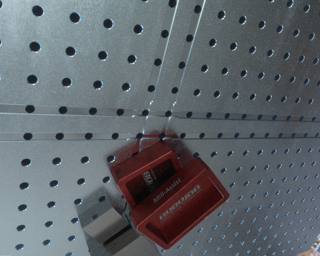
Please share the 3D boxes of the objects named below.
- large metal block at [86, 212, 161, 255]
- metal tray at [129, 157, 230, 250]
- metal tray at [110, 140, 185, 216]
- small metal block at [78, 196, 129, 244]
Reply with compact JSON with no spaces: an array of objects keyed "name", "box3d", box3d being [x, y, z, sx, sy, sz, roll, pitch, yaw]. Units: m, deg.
[{"name":"large metal block","box3d":[-0.054,0.191,0.485,0.080,0.050,0.080,-34,129,-6]},{"name":"metal tray","box3d":[0.032,0.113,0.457,0.130,0.030,0.090,-40,130,-2]},{"name":"metal tray","box3d":[-0.007,0.091,0.461,0.090,0.030,0.129,-29,128,-11]},{"name":"small metal block","box3d":[-0.081,0.135,0.451,0.050,0.025,0.050,-35,129,-6]}]
